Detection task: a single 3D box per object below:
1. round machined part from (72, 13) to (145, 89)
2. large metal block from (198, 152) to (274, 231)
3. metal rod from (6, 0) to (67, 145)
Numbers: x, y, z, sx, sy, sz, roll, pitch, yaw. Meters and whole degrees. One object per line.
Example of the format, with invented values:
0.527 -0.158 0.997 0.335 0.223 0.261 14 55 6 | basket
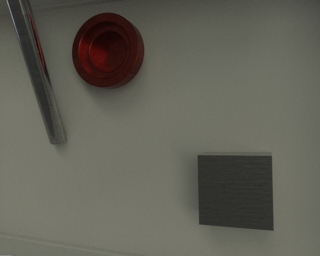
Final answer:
-0.066 -0.102 0.424 0.098 0.042 0.097 0 90 19 | round machined part
0.090 0.070 0.365 0.080 0.050 0.079 -1 90 19 | large metal block
-0.163 -0.108 0.387 0.025 0.025 0.298 8 124 19 | metal rod
